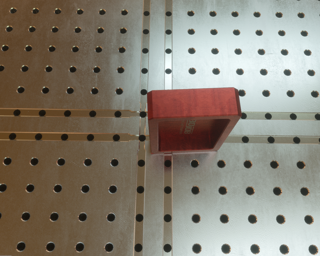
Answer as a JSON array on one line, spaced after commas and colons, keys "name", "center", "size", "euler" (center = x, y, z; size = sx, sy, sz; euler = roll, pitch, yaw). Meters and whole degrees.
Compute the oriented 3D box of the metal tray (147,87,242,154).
[{"name": "metal tray", "center": [0.033, -0.003, 0.358], "size": [0.091, 0.130, 0.030], "euler": [-2, 70, -1]}]
